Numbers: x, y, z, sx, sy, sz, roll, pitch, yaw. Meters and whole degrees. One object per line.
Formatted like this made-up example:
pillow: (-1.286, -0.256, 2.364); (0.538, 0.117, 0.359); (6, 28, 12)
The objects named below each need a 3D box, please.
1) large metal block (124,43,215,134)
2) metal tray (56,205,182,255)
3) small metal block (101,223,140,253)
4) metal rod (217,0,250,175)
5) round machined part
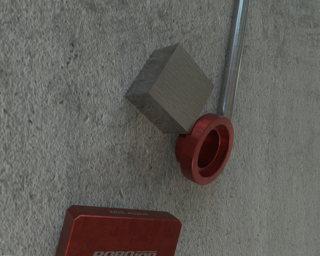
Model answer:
large metal block: (0.014, -0.048, 0.400); (0.080, 0.050, 0.080); (44, 64, -31)
metal tray: (-0.045, 0.138, 0.344); (0.131, 0.030, 0.090); (14, 91, -31)
small metal block: (-0.040, 0.138, 0.368); (0.050, 0.025, 0.050); (-34, 111, -40)
metal rod: (0.113, -0.075, 0.498); (0.025, 0.025, 0.299); (18, 79, -39)
round machined part: (0.058, 0.026, 0.430); (0.099, 0.042, 0.097); (-24, 123, -42)
